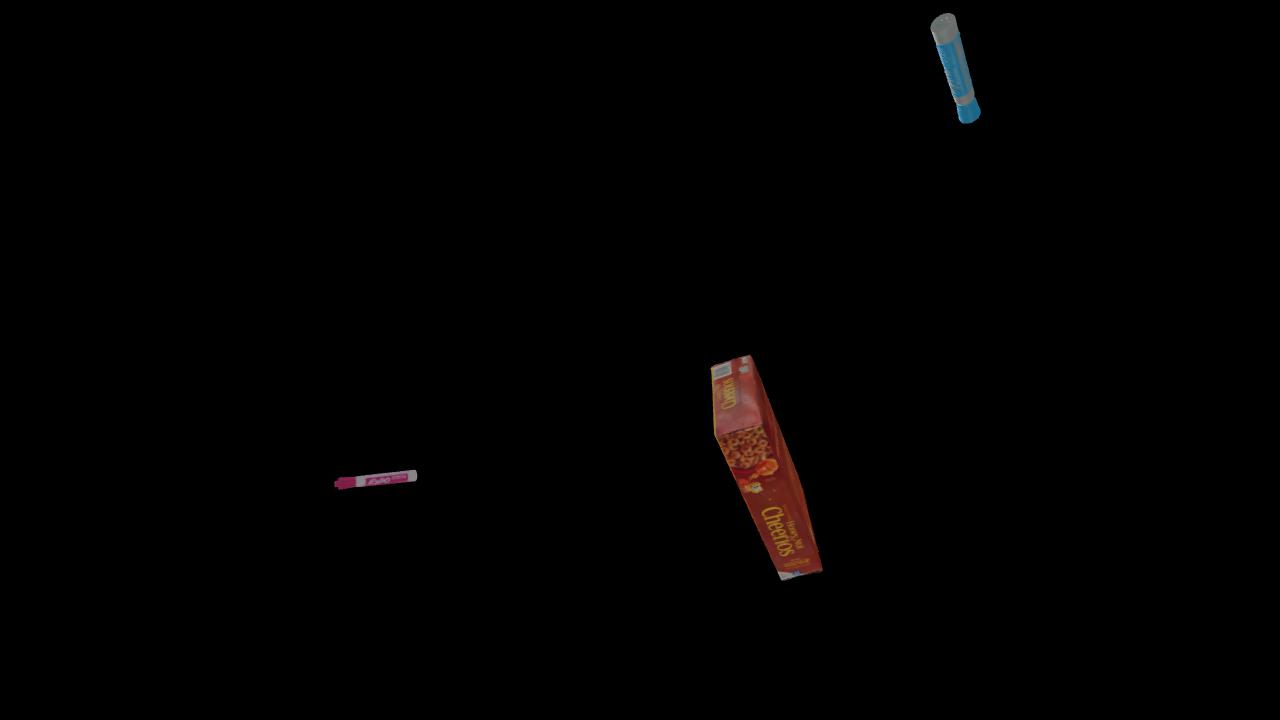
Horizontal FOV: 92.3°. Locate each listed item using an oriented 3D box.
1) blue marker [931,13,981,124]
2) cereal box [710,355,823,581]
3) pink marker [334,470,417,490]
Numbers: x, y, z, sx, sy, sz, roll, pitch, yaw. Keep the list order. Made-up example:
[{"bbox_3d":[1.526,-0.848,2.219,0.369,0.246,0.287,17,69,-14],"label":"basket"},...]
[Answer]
[{"bbox_3d":[0.282,-0.253,0.546,0.020,0.020,0.121,0,-22,39],"label":"blue marker"},{"bbox_3d":[0.200,0.171,0.985,0.081,0.306,0.203,-19,27,14],"label":"cereal box"},{"bbox_3d":[-0.413,0.188,0.966,0.121,0.020,0.020,1,0,-39],"label":"pink marker"}]
